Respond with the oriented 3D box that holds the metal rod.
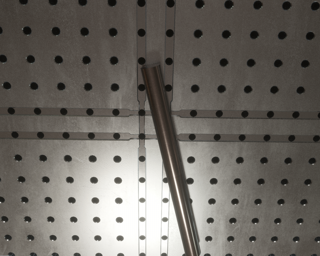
[{"bbox_3d":[0.020,0.060,0.435,0.025,0.025,0.298,-12,110,4],"label":"metal rod"}]
